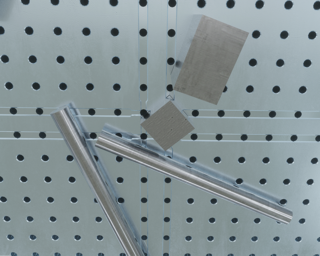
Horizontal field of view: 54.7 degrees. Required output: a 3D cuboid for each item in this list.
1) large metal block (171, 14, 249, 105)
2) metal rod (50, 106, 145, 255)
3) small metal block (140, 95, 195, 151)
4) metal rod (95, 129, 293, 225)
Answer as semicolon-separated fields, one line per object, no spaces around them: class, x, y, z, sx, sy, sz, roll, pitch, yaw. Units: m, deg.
large metal block;0.051;-0.081;0.354;0.050;0.080;0.079;19;109;-7
metal rod;-0.077;0.106;0.451;0.025;0.025;0.299;-20;109;7
small metal block;0.010;-0.006;0.411;0.050;0.025;0.050;-39;106;13
metal rod;0.054;0.073;0.440;0.301;0.025;0.025;24;108;-9
